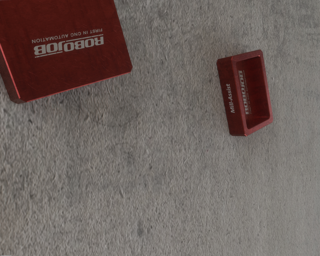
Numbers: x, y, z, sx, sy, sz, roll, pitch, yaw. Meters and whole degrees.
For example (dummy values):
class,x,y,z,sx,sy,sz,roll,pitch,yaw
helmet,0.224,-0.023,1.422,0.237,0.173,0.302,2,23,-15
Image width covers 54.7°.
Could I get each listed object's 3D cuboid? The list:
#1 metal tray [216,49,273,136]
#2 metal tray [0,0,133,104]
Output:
class,x,y,z,sx,sy,sz,roll,pitch,yaw
metal tray,0.146,-0.060,0.522,0.091,0.030,0.129,-22,104,-38
metal tray,-0.098,-0.086,0.319,0.131,0.030,0.089,-25,106,-37
